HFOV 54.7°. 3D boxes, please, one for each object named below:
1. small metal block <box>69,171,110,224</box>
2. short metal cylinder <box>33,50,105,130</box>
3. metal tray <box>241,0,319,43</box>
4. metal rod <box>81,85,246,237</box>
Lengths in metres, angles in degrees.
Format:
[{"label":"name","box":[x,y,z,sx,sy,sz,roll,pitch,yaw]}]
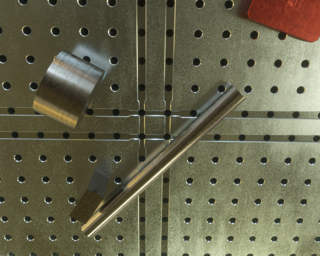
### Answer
[{"label":"small metal block","box":[-0.098,0.096,0.434,0.025,0.050,0.050,32,107,-11]},{"label":"short metal cylinder","box":[-0.106,-0.044,0.366,0.050,0.080,0.080,27,108,-10]},{"label":"metal tray","box":[0.161,-0.174,0.349,0.091,0.030,0.129,18,109,-7]},{"label":"metal rod","box":[-0.004,0.054,0.433,0.025,0.025,0.299,43,104,-14]}]
